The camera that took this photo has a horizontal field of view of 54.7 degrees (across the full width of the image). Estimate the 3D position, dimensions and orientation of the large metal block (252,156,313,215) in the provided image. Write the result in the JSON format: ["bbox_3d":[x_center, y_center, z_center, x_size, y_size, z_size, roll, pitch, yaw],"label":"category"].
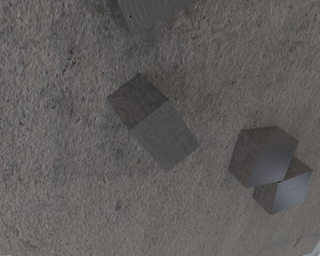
[{"bbox_3d":[0.228,0.106,0.581,0.081,0.050,0.079,-14,124,-21],"label":"large metal block"}]

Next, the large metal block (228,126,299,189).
[{"bbox_3d":[0.169,0.046,0.511,0.081,0.050,0.079,-5,121,-26],"label":"large metal block"}]

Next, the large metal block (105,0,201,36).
[{"bbox_3d":[-0.015,-0.147,0.291,0.080,0.050,0.080,-31,129,-9],"label":"large metal block"}]

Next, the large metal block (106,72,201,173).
[{"bbox_3d":[-0.008,-0.007,0.362,0.050,0.080,0.080,-39,129,-2],"label":"large metal block"}]
